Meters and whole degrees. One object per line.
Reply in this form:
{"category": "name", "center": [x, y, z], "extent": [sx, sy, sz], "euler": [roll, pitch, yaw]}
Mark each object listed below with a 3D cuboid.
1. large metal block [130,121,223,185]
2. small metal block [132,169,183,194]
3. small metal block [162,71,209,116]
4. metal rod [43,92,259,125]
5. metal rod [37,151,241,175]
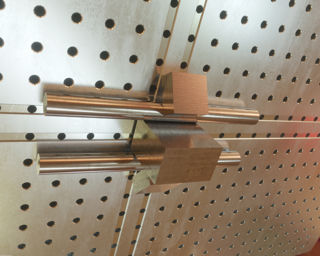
{"category": "large metal block", "center": [0.019, 0.025, 0.396], "extent": [0.081, 0.080, 0.050], "euler": [2, 118, -29]}
{"category": "small metal block", "center": [-0.005, 0.073, 0.434], "extent": [0.050, 0.025, 0.050], "euler": [2, 155, -30]}
{"category": "small metal block", "center": [0.031, -0.040, 0.384], "extent": [0.050, 0.025, 0.050], "euler": [1, 84, -29]}
{"category": "metal rod", "center": [0.011, -0.021, 0.399], "extent": [0.303, 0.025, 0.025], "euler": [2, 118, -30]}
{"category": "metal rod", "center": [-0.009, 0.046, 0.431], "extent": [0.303, 0.025, 0.025], "euler": [2, 118, -30]}
